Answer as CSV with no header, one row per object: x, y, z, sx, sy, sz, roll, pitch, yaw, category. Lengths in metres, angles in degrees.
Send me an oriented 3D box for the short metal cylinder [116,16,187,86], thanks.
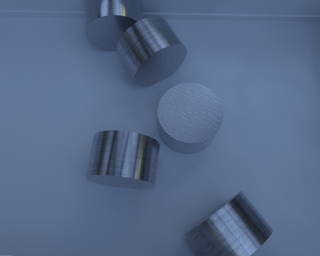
-0.011,-0.102,0.418,0.080,0.080,0.050,-29,73,-10,short metal cylinder

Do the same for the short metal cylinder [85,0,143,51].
-0.064,-0.152,0.435,0.081,0.080,0.050,-5,70,-2,short metal cylinder

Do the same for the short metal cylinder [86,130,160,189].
-0.042,0.040,0.365,0.080,0.080,0.050,6,70,2,short metal cylinder

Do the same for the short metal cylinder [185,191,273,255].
0.074,0.114,0.340,0.080,0.080,0.050,-34,74,-12,short metal cylinder

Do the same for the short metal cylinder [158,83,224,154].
0.037,-0.011,0.401,0.081,0.050,0.080,0,70,0,short metal cylinder
